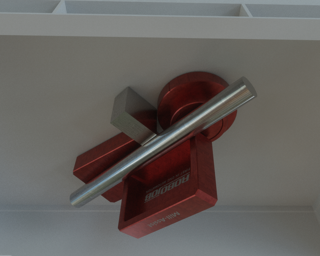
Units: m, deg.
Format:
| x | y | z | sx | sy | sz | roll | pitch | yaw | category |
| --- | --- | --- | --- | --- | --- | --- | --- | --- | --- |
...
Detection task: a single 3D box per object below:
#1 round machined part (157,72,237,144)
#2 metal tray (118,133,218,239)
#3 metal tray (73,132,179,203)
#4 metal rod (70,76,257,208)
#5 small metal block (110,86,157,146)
| x | y | z | sx | sy | sz | roll | pitch | yaw | category |
| --- | --- | --- | --- | --- | --- | --- | --- | --- | --- |
| 0.046 | -0.017 | 0.382 | 0.099 | 0.042 | 0.097 | -1 | 130 | 0 | round machined part |
| 0.006 | 0.069 | 0.374 | 0.030 | 0.090 | 0.130 | 34 | 128 | -29 | metal tray |
| -0.047 | 0.053 | 0.449 | 0.130 | 0.030 | 0.090 | -28 | 125 | 21 | metal tray |
| -0.017 | 0.033 | 0.383 | 0.299 | 0.025 | 0.025 | -35 | 123 | 30 | metal rod |
| -0.030 | -0.015 | 0.378 | 0.025 | 0.050 | 0.050 | -37 | 121 | 27 | small metal block |
